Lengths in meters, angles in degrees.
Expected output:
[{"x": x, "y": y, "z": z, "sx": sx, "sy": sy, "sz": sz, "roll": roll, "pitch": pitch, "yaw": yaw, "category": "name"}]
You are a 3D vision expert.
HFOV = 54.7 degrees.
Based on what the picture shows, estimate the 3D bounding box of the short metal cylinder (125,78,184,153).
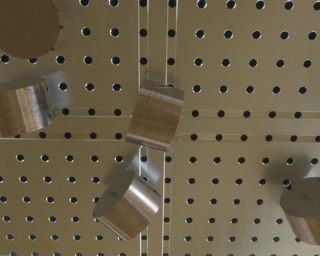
[{"x": -0.007, "y": -0.015, "z": 0.378, "sx": 0.050, "sy": 0.080, "sz": 0.079, "roll": 16, "pitch": 109, "yaw": -6, "category": "short metal cylinder"}]

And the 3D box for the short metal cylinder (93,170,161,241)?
[{"x": -0.045, "y": 0.104, "z": 0.422, "sx": 0.080, "sy": 0.080, "sz": 0.050, "roll": -42, "pitch": 105, "yaw": 14, "category": "short metal cylinder"}]

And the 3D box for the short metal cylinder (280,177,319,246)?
[{"x": 0.215, "y": 0.113, "z": 0.428, "sx": 0.080, "sy": 0.080, "sz": 0.050, "roll": -27, "pitch": 108, "yaw": 9, "category": "short metal cylinder"}]

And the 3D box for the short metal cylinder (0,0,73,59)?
[{"x": -0.147, "y": -0.122, "z": 0.353, "sx": 0.081, "sy": 0.050, "sz": 0.079, "roll": 0, "pitch": 110, "yaw": 0, "category": "short metal cylinder"}]

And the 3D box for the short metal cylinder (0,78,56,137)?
[{"x": -0.173, "y": -0.027, "z": 0.372, "sx": 0.080, "sy": 0.080, "sz": 0.050, "roll": -7, "pitch": 110, "yaw": 2, "category": "short metal cylinder"}]
